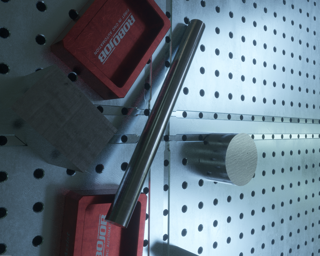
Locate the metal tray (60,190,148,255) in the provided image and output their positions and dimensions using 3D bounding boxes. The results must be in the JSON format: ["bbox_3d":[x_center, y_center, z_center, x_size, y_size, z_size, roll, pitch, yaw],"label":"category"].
[{"bbox_3d":[-0.064,0.138,0.352,0.091,0.030,0.129,8,85,-40],"label":"metal tray"}]

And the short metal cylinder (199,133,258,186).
[{"bbox_3d":[0.107,0.047,0.483,0.081,0.050,0.080,0,90,-40],"label":"short metal cylinder"}]

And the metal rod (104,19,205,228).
[{"bbox_3d":[0.004,-0.025,0.390,0.025,0.025,0.300,40,59,-33],"label":"metal rod"}]

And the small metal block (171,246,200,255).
[{"bbox_3d":[0.045,0.199,0.431,0.025,0.050,0.050,-44,117,-31],"label":"small metal block"}]

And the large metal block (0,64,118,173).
[{"bbox_3d":[-0.101,-0.007,0.289,0.080,0.080,0.050,50,61,-28],"label":"large metal block"}]

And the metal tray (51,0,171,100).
[{"bbox_3d":[-0.050,-0.109,0.362,0.090,0.030,0.130,44,64,-31],"label":"metal tray"}]
